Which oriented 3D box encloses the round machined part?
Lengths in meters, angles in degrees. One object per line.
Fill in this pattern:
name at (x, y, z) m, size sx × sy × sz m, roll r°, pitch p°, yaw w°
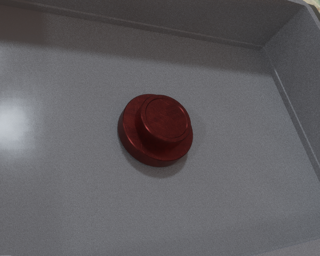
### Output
round machined part at (0.000, -0.003, 0.394) m, size 0.099 × 0.042 × 0.098 m, roll 14°, pitch 56°, yaw -21°
